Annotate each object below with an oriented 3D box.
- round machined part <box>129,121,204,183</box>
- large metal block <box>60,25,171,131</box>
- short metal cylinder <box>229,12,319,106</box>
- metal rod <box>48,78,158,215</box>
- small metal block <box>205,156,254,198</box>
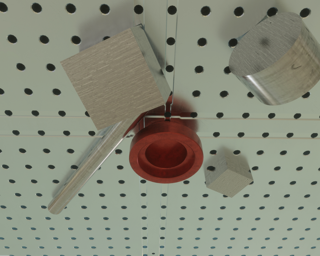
[{"bbox_3d":[0.008,0.029,0.425,0.099,0.042,0.097,0,130,0],"label":"round machined part"},{"bbox_3d":[-0.043,-0.054,0.332,0.080,0.050,0.080,-21,107,16],"label":"large metal block"},{"bbox_3d":[0.119,-0.070,0.318,0.080,0.080,0.050,-37,121,27],"label":"short metal cylinder"},{"bbox_3d":[-0.090,0.042,0.446,0.025,0.025,0.299,29,124,-23],"label":"metal rod"},{"bbox_3d":[0.106,0.077,0.479,0.050,0.025,0.050,25,126,-21],"label":"small metal block"}]
